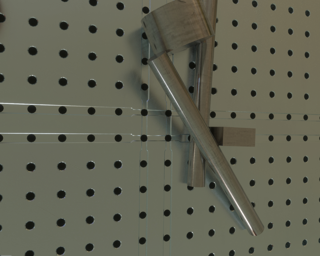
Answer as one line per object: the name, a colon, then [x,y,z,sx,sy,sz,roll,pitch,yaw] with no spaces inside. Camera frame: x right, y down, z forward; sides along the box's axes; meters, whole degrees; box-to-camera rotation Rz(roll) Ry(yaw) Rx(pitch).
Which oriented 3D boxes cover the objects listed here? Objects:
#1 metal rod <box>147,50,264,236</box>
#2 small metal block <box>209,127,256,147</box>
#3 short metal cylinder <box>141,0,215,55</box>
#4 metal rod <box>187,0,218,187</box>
metal rod: [0.070,0.035,0.412,0.025,0.025,0.299,-39,112,-16]
small metal block: [0.097,0.012,0.435,0.050,0.050,0.025,3,89,-20]
short metal cylinder: [0.023,-0.126,0.391,0.081,0.080,0.050,-25,99,-18]
metal rod: [0.061,-0.069,0.434,0.025,0.025,0.298,5,88,-20]
